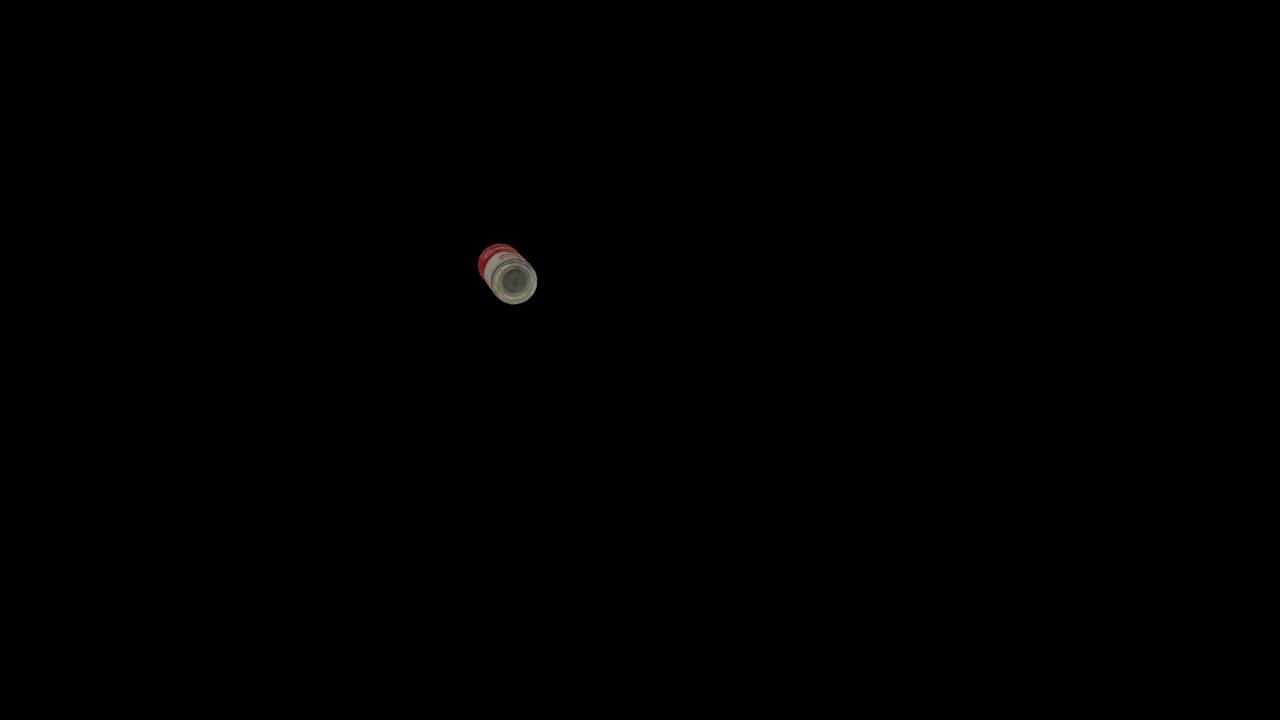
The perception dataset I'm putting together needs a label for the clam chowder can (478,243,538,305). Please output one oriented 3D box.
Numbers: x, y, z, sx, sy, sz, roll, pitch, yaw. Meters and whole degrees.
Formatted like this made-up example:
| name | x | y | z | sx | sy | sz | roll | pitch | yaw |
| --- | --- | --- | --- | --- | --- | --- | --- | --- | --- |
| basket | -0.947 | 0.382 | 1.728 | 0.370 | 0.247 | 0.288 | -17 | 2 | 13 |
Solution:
| name | x | y | z | sx | sy | sz | roll | pitch | yaw |
| --- | --- | --- | --- | --- | --- | --- | --- | --- | --- |
| clam chowder can | -0.195 | -0.127 | 0.902 | 0.068 | 0.068 | 0.102 | 0 | 23 | -25 |
